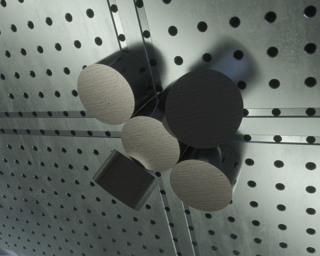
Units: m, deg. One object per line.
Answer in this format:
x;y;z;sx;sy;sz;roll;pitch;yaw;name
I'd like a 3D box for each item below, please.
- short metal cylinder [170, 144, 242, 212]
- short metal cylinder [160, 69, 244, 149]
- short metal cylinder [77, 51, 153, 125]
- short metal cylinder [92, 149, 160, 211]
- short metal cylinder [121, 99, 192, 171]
0.059;0.060;0.400;0.080;0.050;0.079;13;124;20;short metal cylinder
0.042;-0.020;0.333;0.081;0.050;0.079;0;93;-7;short metal cylinder
-0.056;-0.050;0.391;0.080;0.050;0.079;13;124;20;short metal cylinder
-0.047;0.073;0.436;0.080;0.050;0.080;35;171;7;short metal cylinder
-0.003;0.009;0.400;0.080;0.050;0.079;13;124;20;short metal cylinder
